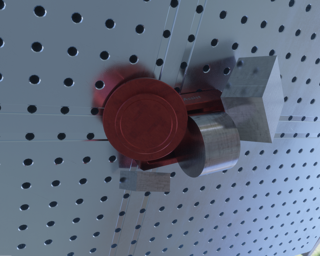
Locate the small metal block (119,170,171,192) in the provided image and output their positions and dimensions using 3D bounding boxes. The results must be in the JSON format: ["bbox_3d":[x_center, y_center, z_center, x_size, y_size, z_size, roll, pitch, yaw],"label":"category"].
[{"bbox_3d":[-0.021,0.072,0.421,0.050,0.050,0.025,8,80,-31],"label":"small metal block"}]

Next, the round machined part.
[{"bbox_3d":[-0.016,-0.008,0.357,0.099,0.042,0.097,-1,103,-5],"label":"round machined part"}]

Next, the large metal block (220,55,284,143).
[{"bbox_3d":[0.126,-0.038,0.410,0.080,0.050,0.080,-60,139,-33],"label":"large metal block"}]

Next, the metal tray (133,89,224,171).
[{"bbox_3d":[0.030,0.001,0.422,0.131,0.030,0.089,-11,123,-23],"label":"metal tray"}]

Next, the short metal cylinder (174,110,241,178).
[{"bbox_3d":[0.057,0.019,0.398,0.050,0.080,0.079,-9,123,-25],"label":"short metal cylinder"}]
